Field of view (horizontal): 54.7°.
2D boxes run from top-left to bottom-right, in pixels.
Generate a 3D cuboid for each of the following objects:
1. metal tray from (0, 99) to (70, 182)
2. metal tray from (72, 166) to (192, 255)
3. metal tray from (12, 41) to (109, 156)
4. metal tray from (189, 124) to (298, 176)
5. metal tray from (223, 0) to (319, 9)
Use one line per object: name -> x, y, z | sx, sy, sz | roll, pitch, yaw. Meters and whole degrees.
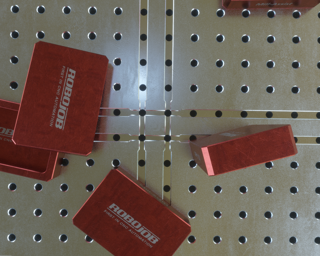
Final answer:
metal tray -> -0.192, 0.012, 0.408 | 0.131, 0.030, 0.089 | 13, 90, -1
metal tray -> -0.036, 0.124, 0.411 | 0.130, 0.030, 0.090 | 38, 90, -1
metal tray -> -0.121, -0.035, 0.389 | 0.091, 0.030, 0.129 | 11, 79, -12
metal tray -> 0.087, 0.021, 0.362 | 0.091, 0.130, 0.030 | -14, 90, 0
metal tray -> 0.151, -0.210, 0.412 | 0.131, 0.030, 0.089 | -1, 90, -1
